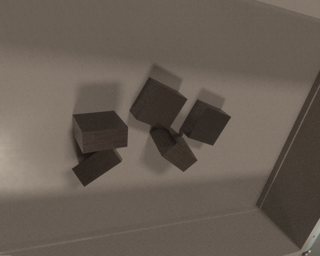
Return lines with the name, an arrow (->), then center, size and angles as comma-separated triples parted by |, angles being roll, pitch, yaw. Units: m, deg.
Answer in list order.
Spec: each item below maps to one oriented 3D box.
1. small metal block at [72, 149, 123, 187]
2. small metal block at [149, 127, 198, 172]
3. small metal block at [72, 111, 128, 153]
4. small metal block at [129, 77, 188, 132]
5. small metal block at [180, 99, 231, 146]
small metal block -> -0.074, 0.043, 0.377 | 0.050, 0.050, 0.025 | -34, 91, -6
small metal block -> 0.018, 0.025, 0.417 | 0.025, 0.050, 0.050 | -42, 130, 10
small metal block -> -0.070, 0.003, 0.356 | 0.050, 0.050, 0.025 | -7, 117, -25
small metal block -> -0.002, -0.029, 0.391 | 0.050, 0.025, 0.050 | 22, 107, -36
small metal block -> 0.065, -0.007, 0.442 | 0.050, 0.025, 0.050 | 18, 109, -36
